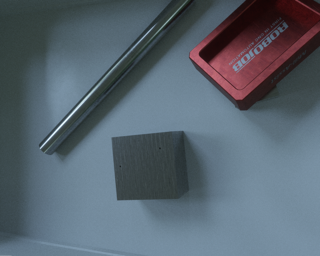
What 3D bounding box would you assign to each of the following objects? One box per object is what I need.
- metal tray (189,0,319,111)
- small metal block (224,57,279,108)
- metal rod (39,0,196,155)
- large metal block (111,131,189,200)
[{"bbox_3d":[0.109,-0.094,0.345,0.130,0.030,0.090,-42,61,5],"label":"metal tray"},{"bbox_3d":[0.110,-0.055,0.372,0.050,0.025,0.050,-16,85,19],"label":"small metal block"},{"bbox_3d":[-0.067,-0.069,0.432,0.299,0.025,0.025,-44,77,14],"label":"metal rod"},{"bbox_3d":[-0.011,0.047,0.400,0.080,0.050,0.080,-6,88,19],"label":"large metal block"}]
